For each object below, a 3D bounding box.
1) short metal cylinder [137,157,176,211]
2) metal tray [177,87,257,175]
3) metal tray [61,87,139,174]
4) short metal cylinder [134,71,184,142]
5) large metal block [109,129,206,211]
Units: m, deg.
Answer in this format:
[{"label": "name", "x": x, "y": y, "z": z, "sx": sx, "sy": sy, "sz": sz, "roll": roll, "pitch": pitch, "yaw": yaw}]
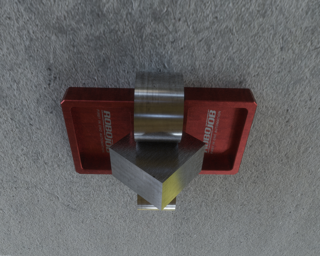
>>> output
[{"label": "short metal cylinder", "x": -0.005, "y": 0.075, "z": 0.436, "sx": 0.050, "sy": 0.080, "sz": 0.079, "roll": 2, "pitch": 130, "yaw": -2}, {"label": "metal tray", "x": 0.068, "y": 0.008, "z": 0.414, "sx": 0.091, "sy": 0.030, "sz": 0.129, "roll": 1, "pitch": 130, "yaw": -1}, {"label": "metal tray", "x": -0.073, "y": 0.008, "z": 0.412, "sx": 0.091, "sy": 0.030, "sz": 0.129, "roll": 1, "pitch": 130, "yaw": -1}, {"label": "short metal cylinder", "x": -0.002, "y": -0.024, "z": 0.352, "sx": 0.050, "sy": 0.080, "sz": 0.079, "roll": 2, "pitch": 130, "yaw": -2}, {"label": "large metal block", "x": -0.003, "y": 0.039, "z": 0.379, "sx": 0.080, "sy": 0.080, "sz": 0.050, "roll": 30, "pitch": 138, "yaw": 28}]
